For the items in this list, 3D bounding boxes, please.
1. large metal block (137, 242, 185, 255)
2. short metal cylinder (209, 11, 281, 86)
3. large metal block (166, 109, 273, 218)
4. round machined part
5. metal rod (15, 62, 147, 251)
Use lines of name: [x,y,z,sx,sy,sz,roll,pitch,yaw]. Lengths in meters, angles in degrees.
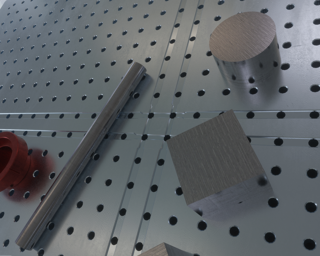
large metal block: [-0.008,0.168,0.293,0.080,0.050,0.080,-30,52,9]
short metal cylinder: [0.109,-0.101,0.397,0.080,0.050,0.080,-13,56,21]
large metal block: [0.062,0.039,0.336,0.080,0.050,0.080,-26,53,12]
round machined part: [-0.248,0.058,0.492,0.098,0.042,0.098,-13,56,21]
metal rod: [-0.106,0.030,0.445,0.025,0.025,0.300,20,72,35]
